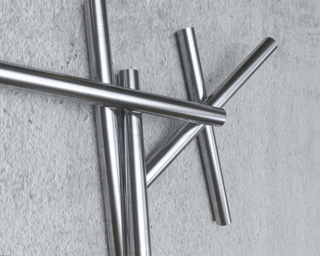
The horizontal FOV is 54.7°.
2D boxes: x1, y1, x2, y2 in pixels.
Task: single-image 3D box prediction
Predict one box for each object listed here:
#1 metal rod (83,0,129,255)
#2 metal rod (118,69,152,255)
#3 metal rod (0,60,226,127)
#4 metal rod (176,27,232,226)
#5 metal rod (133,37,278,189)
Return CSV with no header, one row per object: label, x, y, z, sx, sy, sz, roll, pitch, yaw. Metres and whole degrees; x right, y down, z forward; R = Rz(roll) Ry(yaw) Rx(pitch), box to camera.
metal rod,-0.059,0.008,0.354,0.025,0.025,0.298,-9,96,-40
metal rod,-0.026,0.081,0.355,0.025,0.025,0.298,1,82,-40
metal rod,-0.052,-0.034,0.327,0.302,0.025,0.025,9,84,-30
metal rod,0.068,0.005,0.461,0.025,0.025,0.298,-21,104,-38
metal rod,0.071,-0.029,0.430,0.301,0.025,0.025,-45,118,-19
